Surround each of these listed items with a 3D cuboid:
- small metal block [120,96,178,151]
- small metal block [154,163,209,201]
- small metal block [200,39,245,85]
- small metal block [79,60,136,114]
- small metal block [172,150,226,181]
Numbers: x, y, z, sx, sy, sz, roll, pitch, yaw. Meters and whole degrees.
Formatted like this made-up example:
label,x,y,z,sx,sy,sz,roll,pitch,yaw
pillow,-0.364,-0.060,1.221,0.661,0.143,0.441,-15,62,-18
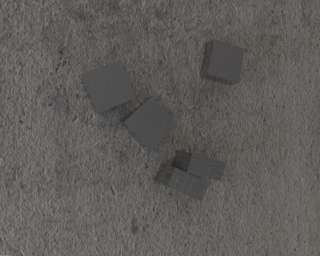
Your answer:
label,x,y,z,sx,sy,sz,roll,pitch,yaw
small metal block,-0.015,-0.006,0.403,0.050,0.025,0.050,-44,104,-15
small metal block,0.027,0.070,0.406,0.050,0.050,0.025,27,82,-18
small metal block,0.089,-0.093,0.441,0.050,0.025,0.050,11,86,-20
small metal block,-0.065,-0.051,0.385,0.050,0.025,0.050,-25,99,-18
small metal block,0.051,0.050,0.414,0.050,0.050,0.025,17,85,-19
